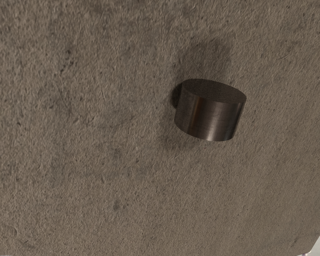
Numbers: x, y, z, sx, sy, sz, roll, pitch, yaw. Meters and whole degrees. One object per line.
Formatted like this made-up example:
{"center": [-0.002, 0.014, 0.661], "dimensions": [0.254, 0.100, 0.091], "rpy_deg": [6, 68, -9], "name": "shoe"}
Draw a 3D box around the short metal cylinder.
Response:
{"center": [0.062, -0.025, 0.392], "dimensions": [0.081, 0.080, 0.050], "rpy_deg": [-3, 120, -27], "name": "short metal cylinder"}
